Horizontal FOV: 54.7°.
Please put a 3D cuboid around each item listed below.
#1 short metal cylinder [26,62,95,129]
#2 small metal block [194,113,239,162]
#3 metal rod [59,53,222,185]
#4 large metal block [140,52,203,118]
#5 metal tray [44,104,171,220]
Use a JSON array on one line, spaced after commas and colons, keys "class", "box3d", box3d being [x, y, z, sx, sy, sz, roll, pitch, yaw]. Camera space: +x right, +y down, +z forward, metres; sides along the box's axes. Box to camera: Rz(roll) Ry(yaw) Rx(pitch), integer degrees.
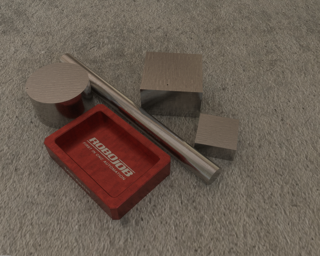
[{"class": "short metal cylinder", "box3d": [-0.134, -0.045, 0.424, 0.081, 0.050, 0.080, 0, 50, 0]}, {"class": "small metal block", "box3d": [0.072, 0.011, 0.397, 0.050, 0.025, 0.050, 10, 51, 8]}, {"class": "metal rod", "box3d": [-0.043, -0.026, 0.425, 0.300, 0.025, 0.025, 38, 59, 27]}, {"class": "large metal block", "box3d": [0.017, -0.062, 0.441, 0.080, 0.050, 0.080, 3, 50, 2]}, {"class": "metal tray", "box3d": [-0.063, 0.034, 0.372, 0.130, 0.030, 0.090, 37, 59, 26]}]
